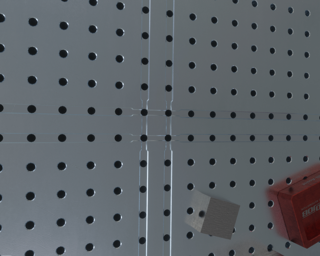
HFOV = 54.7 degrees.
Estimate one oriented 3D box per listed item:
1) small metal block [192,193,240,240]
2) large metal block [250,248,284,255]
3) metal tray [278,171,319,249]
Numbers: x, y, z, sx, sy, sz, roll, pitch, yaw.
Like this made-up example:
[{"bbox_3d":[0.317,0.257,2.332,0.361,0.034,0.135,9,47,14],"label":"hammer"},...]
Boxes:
[{"bbox_3d":[0.080,0.126,0.443,0.050,0.025,0.050,20,83,-19],"label":"small metal block"},{"bbox_3d":[0.153,0.237,0.456,0.081,0.050,0.080,-10,94,-20],"label":"large metal block"},{"bbox_3d":[0.263,0.125,0.506,0.131,0.030,0.090,-20,97,-19],"label":"metal tray"}]
